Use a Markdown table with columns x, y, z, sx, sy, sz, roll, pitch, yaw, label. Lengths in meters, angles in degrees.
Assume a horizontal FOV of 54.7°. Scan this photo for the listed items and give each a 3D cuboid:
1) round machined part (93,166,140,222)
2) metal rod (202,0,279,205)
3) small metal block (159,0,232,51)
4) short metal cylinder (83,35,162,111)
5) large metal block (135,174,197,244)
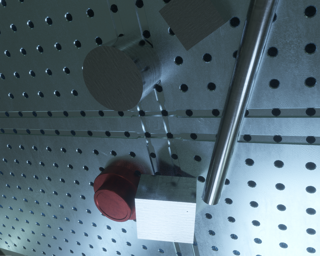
| x | y | z | sx | sy | sz | roll | pitch | yaw | label |
| --- | --- | --- | --- | --- | --- | --- | --- | --- | --- |
| -0.068 | 0.114 | 0.504 | 0.098 | 0.042 | 0.097 | 13 | 124 | 20 | round machined part |
| 0.085 | -0.024 | 0.350 | 0.025 | 0.025 | 0.298 | 19 | 126 | 17 | metal rod |
| 0.036 | -0.117 | 0.319 | 0.050 | 0.025 | 0.050 | -30 | 102 | 37 | small metal block |
| -0.045 | -0.067 | 0.376 | 0.080 | 0.050 | 0.079 | 13 | 124 | 20 | short metal cylinder |
| 0.010 | 0.116 | 0.446 | 0.080 | 0.050 | 0.079 | 3 | 122 | 6 | large metal block |
